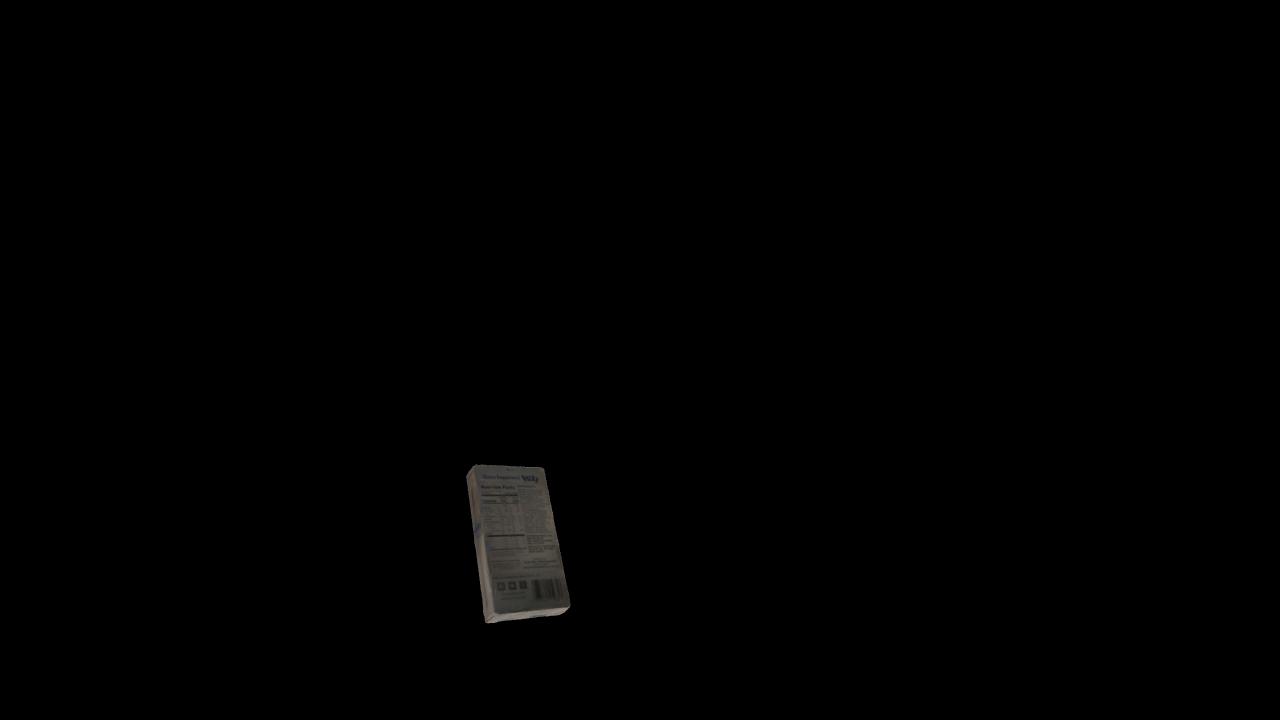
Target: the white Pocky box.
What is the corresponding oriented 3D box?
[{"bbox_3d":[-0.124,0.179,0.618,0.084,0.154,0.028,11,-44,-36],"label":"white Pocky box"}]
